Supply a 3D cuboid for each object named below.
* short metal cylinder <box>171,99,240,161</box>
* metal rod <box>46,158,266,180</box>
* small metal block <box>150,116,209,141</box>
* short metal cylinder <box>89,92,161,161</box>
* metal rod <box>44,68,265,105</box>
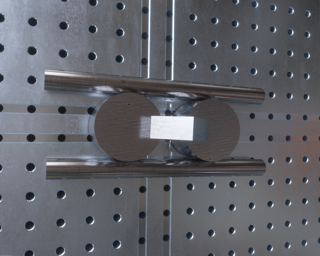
[{"bbox_3d":[0.059,0.003,0.418,0.081,0.050,0.079,0,90,-20],"label":"short metal cylinder"},{"bbox_3d":[0.009,0.053,0.413,0.302,0.025,0.025,2,89,-20],"label":"metal rod"},{"bbox_3d":[0.024,0.001,0.355,0.050,0.050,0.025,6,86,-63],"label":"small metal block"},{"bbox_3d":[-0.043,-0.001,0.380,0.081,0.050,0.079,0,90,-20],"label":"short metal cylinder"},{"bbox_3d":[0.008,-0.052,0.412,0.302,0.025,0.025,2,90,-20],"label":"metal rod"}]
